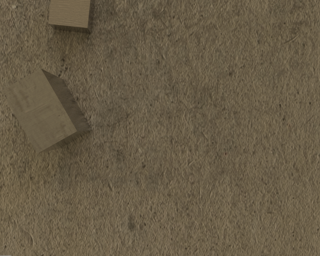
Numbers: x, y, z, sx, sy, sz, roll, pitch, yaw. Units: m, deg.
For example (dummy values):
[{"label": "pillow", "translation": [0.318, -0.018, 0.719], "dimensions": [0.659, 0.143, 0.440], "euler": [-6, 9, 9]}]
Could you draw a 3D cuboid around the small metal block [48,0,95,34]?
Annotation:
[{"label": "small metal block", "translation": [-0.115, -0.155, 0.408], "dimensions": [0.050, 0.025, 0.050], "euler": [6, 90, -1]}]

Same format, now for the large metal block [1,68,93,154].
[{"label": "large metal block", "translation": [-0.133, -0.019, 0.381], "dimensions": [0.050, 0.080, 0.080], "euler": [-30, 90, 0]}]
